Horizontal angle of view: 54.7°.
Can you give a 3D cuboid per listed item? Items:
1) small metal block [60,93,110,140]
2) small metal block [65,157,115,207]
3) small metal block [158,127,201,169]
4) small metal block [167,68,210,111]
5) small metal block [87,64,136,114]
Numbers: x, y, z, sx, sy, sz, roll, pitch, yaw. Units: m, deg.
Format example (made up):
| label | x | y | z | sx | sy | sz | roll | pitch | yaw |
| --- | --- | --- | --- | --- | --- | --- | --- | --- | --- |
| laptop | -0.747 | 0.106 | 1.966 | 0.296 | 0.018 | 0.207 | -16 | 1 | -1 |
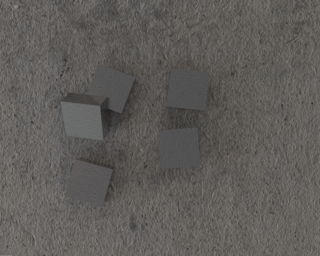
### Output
| label | x | y | z | sx | sy | sz | roll | pitch | yaw |
| --- | --- | --- | --- | --- | --- | --- | --- | --- | --- |
| small metal block | -0.094 | -0.015 | 0.394 | 0.050 | 0.025 | 0.050 | 7 | 122 | 8 |
| small metal block | -0.091 | 0.070 | 0.409 | 0.050 | 0.025 | 0.050 | 16 | 90 | 0 |
| small metal block | 0.025 | 0.026 | 0.410 | 0.050 | 0.025 | 0.050 | -5 | 90 | 0 |
| small metal block | 0.036 | -0.050 | 0.410 | 0.050 | 0.025 | 0.050 | 6 | 90 | 0 |
| small metal block | -0.064 | -0.051 | 0.409 | 0.050 | 0.025 | 0.050 | 21 | 90 | 0 |
